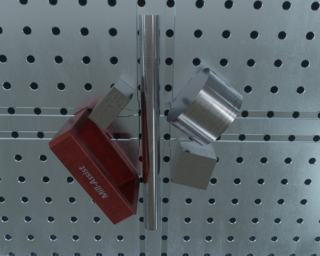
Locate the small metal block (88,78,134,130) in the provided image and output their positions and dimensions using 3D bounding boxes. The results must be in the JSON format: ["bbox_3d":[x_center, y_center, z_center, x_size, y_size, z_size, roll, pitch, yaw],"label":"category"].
[{"bbox_3d":[-0.060,-0.031,0.387,0.025,0.050,0.050,40,105,-14],"label":"small metal block"}]

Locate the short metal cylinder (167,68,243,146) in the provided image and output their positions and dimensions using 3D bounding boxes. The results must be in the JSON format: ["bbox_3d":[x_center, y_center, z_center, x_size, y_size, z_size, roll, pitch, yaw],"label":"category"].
[{"bbox_3d":[0.053,-0.026,0.375,0.050,0.080,0.080,36,106,-13],"label":"short metal cylinder"}]

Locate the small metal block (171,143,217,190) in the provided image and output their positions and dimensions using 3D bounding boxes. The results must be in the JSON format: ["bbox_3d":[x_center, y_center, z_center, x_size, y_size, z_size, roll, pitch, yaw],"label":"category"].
[{"bbox_3d":[0.047,0.055,0.435,0.050,0.025,0.050,14,109,-6],"label":"small metal block"}]

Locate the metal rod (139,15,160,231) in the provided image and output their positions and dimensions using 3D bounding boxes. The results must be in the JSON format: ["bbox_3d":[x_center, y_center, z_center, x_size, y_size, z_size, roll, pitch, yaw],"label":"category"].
[{"bbox_3d":[-0.012,0.007,0.415,0.025,0.025,0.298,0,110,0],"label":"metal rod"}]

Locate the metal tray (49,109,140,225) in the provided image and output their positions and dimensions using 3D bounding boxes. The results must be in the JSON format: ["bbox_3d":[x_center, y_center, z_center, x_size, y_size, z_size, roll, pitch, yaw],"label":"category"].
[{"bbox_3d":[-0.076,0.047,0.394,0.030,0.090,0.130,-31,108,10],"label":"metal tray"}]
